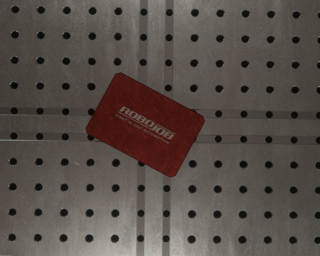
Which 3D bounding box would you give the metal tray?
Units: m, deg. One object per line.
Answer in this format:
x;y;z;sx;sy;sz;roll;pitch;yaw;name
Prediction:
-0.019;-0.004;0.411;0.130;0.030;0.090;28;90;-1;metal tray
